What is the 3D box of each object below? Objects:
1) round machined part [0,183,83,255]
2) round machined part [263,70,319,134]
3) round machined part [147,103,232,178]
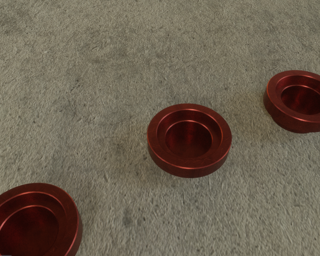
[{"bbox_3d":[-0.125,0.107,0.302,0.099,0.042,0.098,0,50,0],"label":"round machined part"},{"bbox_3d":[0.190,-0.031,0.419,0.099,0.042,0.098,0,50,0],"label":"round machined part"},{"bbox_3d":[0.034,0.019,0.376,0.099,0.042,0.098,0,50,0],"label":"round machined part"}]
